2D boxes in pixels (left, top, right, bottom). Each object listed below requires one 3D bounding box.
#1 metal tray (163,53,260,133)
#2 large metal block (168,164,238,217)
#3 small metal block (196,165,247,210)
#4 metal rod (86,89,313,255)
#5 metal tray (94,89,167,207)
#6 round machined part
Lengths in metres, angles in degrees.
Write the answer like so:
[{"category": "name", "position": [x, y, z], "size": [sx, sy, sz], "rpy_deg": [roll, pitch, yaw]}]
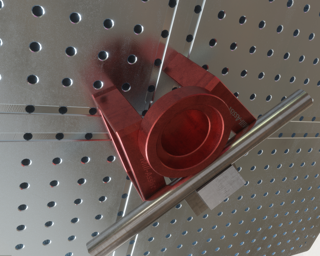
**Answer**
[{"category": "metal tray", "position": [0.071, -0.032, 0.389], "size": [0.030, 0.090, 0.130], "rpy_deg": [-49, 129, 7]}, {"category": "large metal block", "position": [0.056, 0.063, 0.443], "size": [0.080, 0.080, 0.050], "rpy_deg": [-36, 129, -5]}, {"category": "small metal block", "position": [0.070, 0.069, 0.372], "size": [0.050, 0.050, 0.025], "rpy_deg": [-37, 85, -4]}, {"category": "metal rod", "position": [0.049, 0.050, 0.354], "size": [0.301, 0.025, 0.025], "rpy_deg": [-35, 129, -5]}, {"category": "metal tray", "position": [-0.031, 0.028, 0.370], "size": [0.030, 0.090, 0.129], "rpy_deg": [-26, 128, -12]}, {"category": "round machined part", "position": [0.023, 0.001, 0.325], "size": [0.099, 0.042, 0.097], "rpy_deg": [-14, 125, -21]}]
